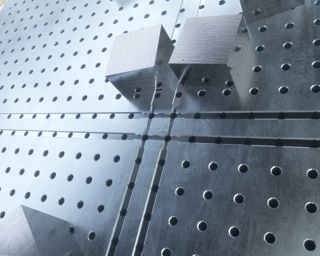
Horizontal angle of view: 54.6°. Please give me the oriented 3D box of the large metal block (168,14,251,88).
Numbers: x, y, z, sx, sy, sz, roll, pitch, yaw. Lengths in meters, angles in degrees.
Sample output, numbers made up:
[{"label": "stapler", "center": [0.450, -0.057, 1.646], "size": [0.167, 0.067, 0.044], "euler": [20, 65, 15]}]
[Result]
[{"label": "large metal block", "center": [0.069, -0.104, 0.420], "size": [0.080, 0.050, 0.080], "euler": [8, 66, 31]}]

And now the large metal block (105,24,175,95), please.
[{"label": "large metal block", "center": [-0.028, -0.102, 0.471], "size": [0.080, 0.050, 0.080], "euler": [-6, 59, 25]}]

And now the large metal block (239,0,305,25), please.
[{"label": "large metal block", "center": [0.150, -0.205, 0.440], "size": [0.080, 0.050, 0.080], "euler": [-16, 55, 19]}]

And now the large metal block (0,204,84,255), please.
[{"label": "large metal block", "center": [-0.138, 0.145, 0.358], "size": [0.050, 0.080, 0.080], "euler": [-44, 51, -2]}]
